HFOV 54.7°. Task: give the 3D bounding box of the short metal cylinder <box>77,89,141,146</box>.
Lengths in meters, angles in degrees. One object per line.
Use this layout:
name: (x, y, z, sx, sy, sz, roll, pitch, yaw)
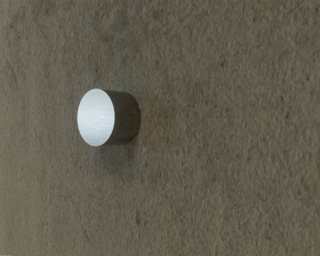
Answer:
short metal cylinder: (-0.074, -0.015, 0.447, 0.080, 0.050, 0.079, 0, 90, 39)
